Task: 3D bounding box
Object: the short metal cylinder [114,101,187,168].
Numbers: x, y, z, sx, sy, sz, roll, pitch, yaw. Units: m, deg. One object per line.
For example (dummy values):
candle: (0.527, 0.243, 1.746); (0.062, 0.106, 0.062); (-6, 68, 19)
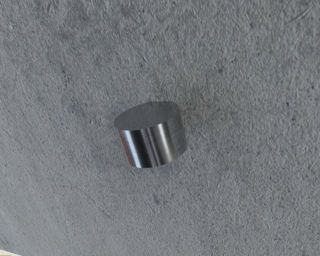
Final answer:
short metal cylinder: (-0.011, 0.006, 0.381); (0.080, 0.080, 0.050); (-1, 118, 28)
